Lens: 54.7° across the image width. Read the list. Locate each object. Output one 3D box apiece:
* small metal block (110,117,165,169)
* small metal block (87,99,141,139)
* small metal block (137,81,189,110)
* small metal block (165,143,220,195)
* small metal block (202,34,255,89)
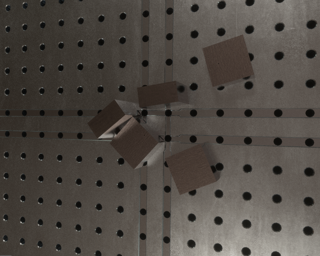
[{"bbox_3d":[-0.031,0.020,0.423,0.050,0.025,0.050,45,104,14],"label":"small metal block"},{"bbox_3d":[-0.061,-0.011,0.420,0.050,0.050,0.025,-39,78,15],"label":"small metal block"},{"bbox_3d":[0.005,-0.041,0.397,0.050,0.050,0.025,-7,88,19],"label":"small metal block"},{"bbox_3d":[0.042,0.052,0.397,0.050,0.025,0.050,-25,82,18],"label":"small metal block"},{"bbox_3d":[0.085,-0.080,0.382,0.050,0.025,0.050,-16,85,19],"label":"small metal block"}]
